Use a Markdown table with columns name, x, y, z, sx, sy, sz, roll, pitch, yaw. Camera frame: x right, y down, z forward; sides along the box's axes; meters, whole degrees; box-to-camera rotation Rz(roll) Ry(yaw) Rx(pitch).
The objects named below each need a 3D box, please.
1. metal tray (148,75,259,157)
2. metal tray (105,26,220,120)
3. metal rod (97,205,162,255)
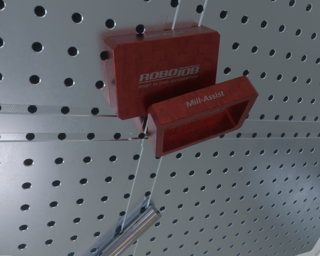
| name | x | y | z | sx | sy | sz | roll | pitch | yaw |
| --- | --- | --- | --- | --- | --- | --- | --- | --- | --- |
| metal tray | 0.051 | -0.012 | 0.396 | 0.131 | 0.030 | 0.090 | -19 | 154 | -12 |
| metal tray | 0.005 | -0.067 | 0.369 | 0.131 | 0.030 | 0.089 | -14 | 124 | -21 |
| metal rod | -0.115 | 0.234 | 0.493 | 0.300 | 0.025 | 0.025 | -43 | 129 | 2 |
